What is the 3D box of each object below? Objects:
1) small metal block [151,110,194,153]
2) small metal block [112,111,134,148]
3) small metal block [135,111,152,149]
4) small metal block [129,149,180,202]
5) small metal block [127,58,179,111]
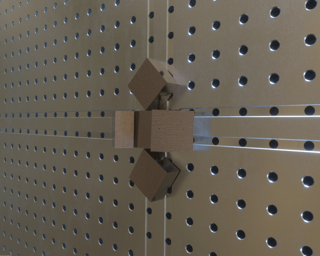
[{"bbox_3d":[0.015,0.004,0.380,0.050,0.025,0.050,2,92,-1],"label":"small metal block"},{"bbox_3d":[-0.053,0.001,0.438,0.050,0.025,0.050,-170,81,-76],"label":"small metal block"},{"bbox_3d":[-0.010,0.002,0.418,0.050,0.025,0.050,2,90,40],"label":"small metal block"},{"bbox_3d":[-0.009,0.062,0.417,0.050,0.025,0.050,42,116,33],"label":"small metal block"},{"bbox_3d":[-0.010,-0.058,0.419,0.050,0.025,0.050,-51,59,27],"label":"small metal block"}]
